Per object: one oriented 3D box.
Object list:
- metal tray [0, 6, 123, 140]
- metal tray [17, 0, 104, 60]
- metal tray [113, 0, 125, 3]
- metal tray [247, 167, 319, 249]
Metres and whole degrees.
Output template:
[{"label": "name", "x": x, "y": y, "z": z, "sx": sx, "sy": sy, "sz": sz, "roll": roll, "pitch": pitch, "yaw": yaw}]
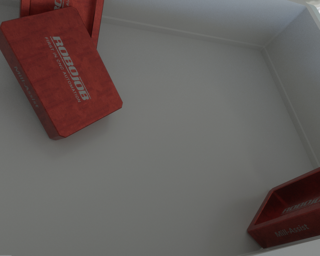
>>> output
[{"label": "metal tray", "x": -0.109, "y": -0.063, "z": 0.351, "sx": 0.091, "sy": 0.030, "sz": 0.129, "roll": -34, "pitch": 104, "yaw": -37}, {"label": "metal tray", "x": -0.117, "y": -0.146, "z": 0.370, "sx": 0.091, "sy": 0.129, "sz": 0.030, "roll": 2, "pitch": 25, "yaw": -28}, {"label": "metal tray", "x": -0.097, "y": -0.279, "z": 0.524, "sx": 0.091, "sy": 0.030, "sz": 0.130, "roll": 12, "pitch": 56, "yaw": -22}, {"label": "metal tray", "x": 0.174, "y": 0.093, "z": 0.378, "sx": 0.030, "sy": 0.129, "sz": 0.091, "roll": 47, "pitch": 51, "yaw": 4}]
